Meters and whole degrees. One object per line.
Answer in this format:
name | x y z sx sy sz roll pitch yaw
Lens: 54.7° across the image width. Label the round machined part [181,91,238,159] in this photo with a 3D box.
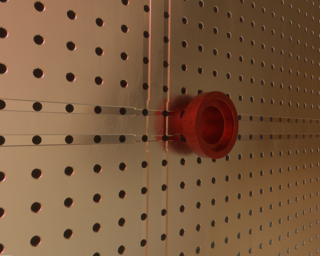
round machined part | 0.070 -0.004 0.459 0.099 0.042 0.097 0 90 -40
